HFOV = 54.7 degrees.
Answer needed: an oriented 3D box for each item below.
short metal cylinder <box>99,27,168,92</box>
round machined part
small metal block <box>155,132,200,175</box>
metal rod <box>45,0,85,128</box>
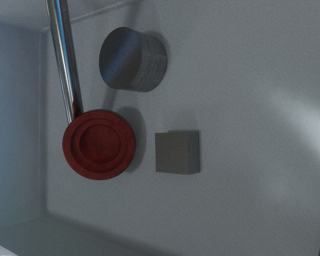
[{"bbox_3d":[-0.037,-0.090,0.419,0.080,0.050,0.079,0,90,39],"label":"short metal cylinder"},{"bbox_3d":[-0.083,0.021,0.440,0.099,0.042,0.097,-1,99,-3],"label":"round machined part"},{"bbox_3d":[0.022,0.030,0.387,0.050,0.025,0.050,-2,89,39],"label":"small metal block"},{"bbox_3d":[-0.124,-0.058,0.429,0.025,0.025,0.298,27,131,36],"label":"metal rod"}]
